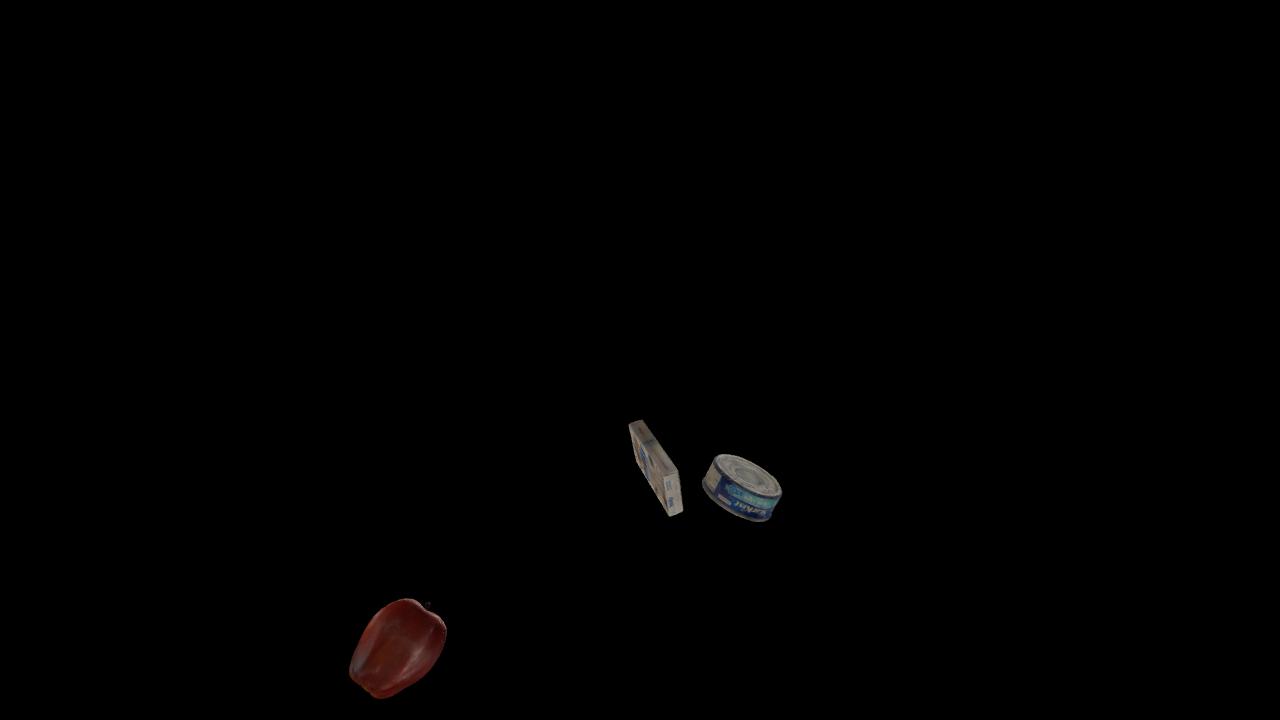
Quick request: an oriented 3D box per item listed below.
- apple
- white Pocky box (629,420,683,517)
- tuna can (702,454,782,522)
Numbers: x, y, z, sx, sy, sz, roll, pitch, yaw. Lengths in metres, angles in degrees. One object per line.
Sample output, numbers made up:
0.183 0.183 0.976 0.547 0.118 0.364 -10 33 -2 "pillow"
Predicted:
-0.238 0.283 0.610 0.079 0.079 0.093 0 40 40 "apple"
0.025 0.167 0.974 0.028 0.084 0.154 -18 30 -14 "white Pocky box"
0.114 0.139 0.680 0.084 0.034 0.084 22 16 -7 "tuna can"
